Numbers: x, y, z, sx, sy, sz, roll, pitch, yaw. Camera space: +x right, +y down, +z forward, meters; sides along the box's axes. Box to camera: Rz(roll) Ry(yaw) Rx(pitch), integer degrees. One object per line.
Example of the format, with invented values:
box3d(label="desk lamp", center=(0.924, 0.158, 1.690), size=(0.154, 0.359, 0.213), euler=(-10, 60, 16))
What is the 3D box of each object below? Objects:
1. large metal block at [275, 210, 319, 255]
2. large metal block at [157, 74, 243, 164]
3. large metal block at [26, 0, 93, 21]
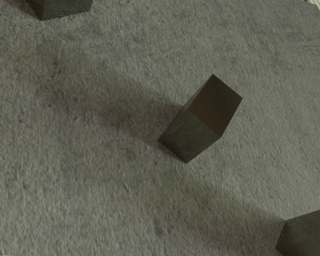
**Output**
box3d(label="large metal block", center=(0.211, 0.154, 0.391), size=(0.080, 0.080, 0.050), euler=(44, 51, 2))
box3d(label="large metal block", center=(0.052, -0.011, 0.405), size=(0.050, 0.080, 0.080), euler=(39, 51, -2))
box3d(label="large metal block", center=(-0.148, -0.205, 0.433), size=(0.081, 0.050, 0.080), euler=(-32, 80, -38))
